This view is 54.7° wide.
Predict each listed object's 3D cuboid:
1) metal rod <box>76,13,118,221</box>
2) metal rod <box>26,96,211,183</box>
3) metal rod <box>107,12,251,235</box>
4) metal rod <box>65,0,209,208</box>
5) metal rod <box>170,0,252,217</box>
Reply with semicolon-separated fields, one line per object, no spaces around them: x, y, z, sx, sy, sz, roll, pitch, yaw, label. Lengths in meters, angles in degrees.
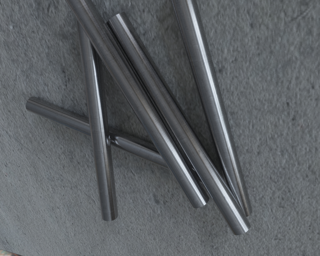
-0.082;-0.005;0.417;0.025;0.025;0.298;7;113;24;metal rod
-0.066;0.014;0.448;0.301;0.025;0.025;21;126;15;metal rod
0.027;0.001;0.374;0.025;0.025;0.299;-26;99;36;metal rod
-0.022;-0.029;0.368;0.025;0.025;0.299;-22;106;36;metal rod
0.064;-0.018;0.360;0.025;0.025;0.298;-6;116;31;metal rod
